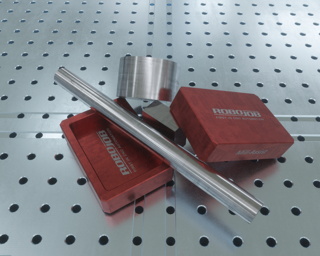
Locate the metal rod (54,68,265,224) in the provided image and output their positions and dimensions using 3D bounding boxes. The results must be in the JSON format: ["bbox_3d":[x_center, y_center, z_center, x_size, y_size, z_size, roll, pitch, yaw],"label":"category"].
[{"bbox_3d":[-0.020,0.006,0.359,0.300,0.025,0.025,34,58,25],"label":"metal rod"}]

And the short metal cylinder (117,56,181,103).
[{"bbox_3d":[-0.015,-0.062,0.411,0.080,0.080,0.050,6,92,5],"label":"short metal cylinder"}]

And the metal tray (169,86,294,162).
[{"bbox_3d":[0.087,-0.005,0.371,0.131,0.030,0.090,1,45,-32],"label":"metal tray"}]

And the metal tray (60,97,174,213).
[{"bbox_3d":[-0.054,0.026,0.377,0.091,0.030,0.130,-25,55,-20],"label":"metal tray"}]

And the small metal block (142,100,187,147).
[{"bbox_3d":[0.006,0.000,0.385,0.050,0.050,0.025,33,58,25],"label":"small metal block"}]
